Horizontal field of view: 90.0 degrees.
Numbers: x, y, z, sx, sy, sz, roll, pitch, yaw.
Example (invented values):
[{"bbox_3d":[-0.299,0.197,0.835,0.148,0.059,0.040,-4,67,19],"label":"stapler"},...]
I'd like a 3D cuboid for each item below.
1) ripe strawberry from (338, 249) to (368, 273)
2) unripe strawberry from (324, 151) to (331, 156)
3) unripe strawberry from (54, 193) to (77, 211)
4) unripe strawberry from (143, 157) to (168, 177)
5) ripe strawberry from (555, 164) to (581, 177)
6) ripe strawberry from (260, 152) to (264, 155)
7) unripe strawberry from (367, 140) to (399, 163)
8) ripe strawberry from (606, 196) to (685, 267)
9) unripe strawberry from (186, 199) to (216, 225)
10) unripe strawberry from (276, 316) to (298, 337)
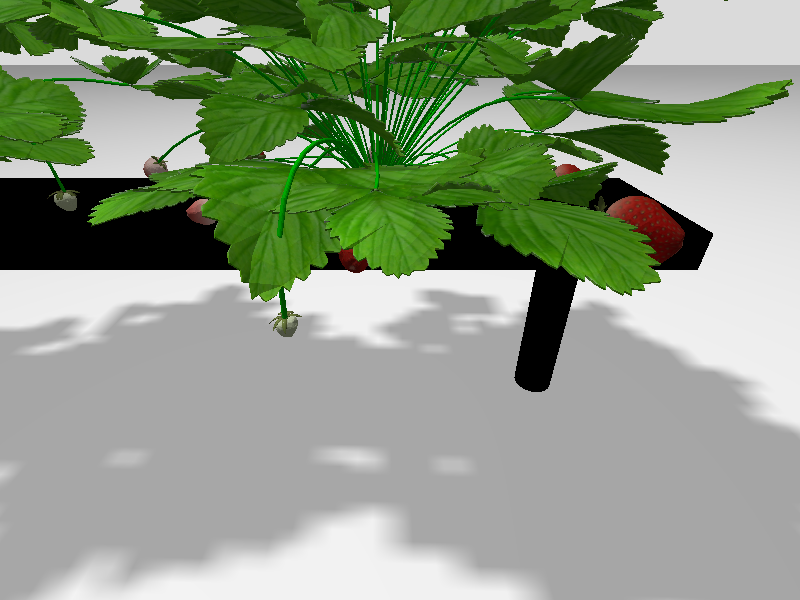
[{"bbox_3d":[-0.027,-0.025,0.232,0.018,0.020,0.021,1,-45,2],"label":"ripe strawberry"},{"bbox_3d":[-0.088,-0.180,0.488,0.010,0.011,0.011,-13,-13,-19],"label":"unripe strawberry"},{"bbox_3d":[-0.261,-0.077,0.313,0.016,0.015,0.014,6,33,10],"label":"unripe strawberry"},{"bbox_3d":[-0.248,-0.132,0.404,0.023,0.020,0.023,-30,18,31],"label":"unripe strawberry"},{"bbox_3d":[0.149,-0.107,0.355,0.032,0.027,0.032,0,32,-3],"label":"ripe strawberry"},{"bbox_3d":[-0.162,-0.148,0.414,0.037,0.036,0.040,16,35,25],"label":"ripe strawberry"},{"bbox_3d":[-0.018,-0.160,0.438,0.035,0.030,0.035,1,31,1],"label":"unripe strawberry"},{"bbox_3d":[0.142,-0.038,0.236,0.044,0.043,0.041,24,39,32],"label":"ripe strawberry"},{"bbox_3d":[-0.148,-0.065,0.299,0.020,0.020,0.019,-15,35,-21],"label":"unripe strawberry"},{"bbox_3d":[-0.047,0.011,0.165,0.009,0.010,0.010,4,32,6],"label":"unripe strawberry"}]
